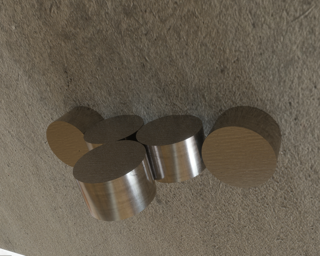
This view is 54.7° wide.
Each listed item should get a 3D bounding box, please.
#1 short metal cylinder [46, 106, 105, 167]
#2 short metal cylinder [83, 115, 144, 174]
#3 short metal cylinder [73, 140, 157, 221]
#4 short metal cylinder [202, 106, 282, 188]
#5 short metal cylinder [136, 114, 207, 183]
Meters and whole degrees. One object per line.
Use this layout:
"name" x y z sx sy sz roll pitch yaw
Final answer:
"short metal cylinder" -0.120 0.013 0.464 0.080 0.050 0.079 13 124 20
"short metal cylinder" -0.055 0.022 0.415 0.080 0.080 0.050 0 119 28
"short metal cylinder" -0.049 0.056 0.343 0.080 0.080 0.050 1 120 28
"short metal cylinder" 0.094 0.021 0.355 0.080 0.050 0.079 13 124 20
"short metal cylinder" 0.016 0.023 0.379 0.080 0.080 0.050 0 118 28
